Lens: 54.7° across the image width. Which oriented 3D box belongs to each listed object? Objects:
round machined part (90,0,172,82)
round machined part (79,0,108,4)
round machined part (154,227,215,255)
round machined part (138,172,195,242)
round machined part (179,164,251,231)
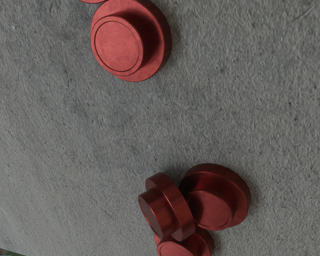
[{"bbox_3d":[-0.039,-0.098,0.356,0.098,0.042,0.097,13,124,21],"label":"round machined part"},{"bbox_3d":[-0.079,-0.182,0.325,0.098,0.042,0.097,13,124,21],"label":"round machined part"},{"bbox_3d":[0.034,0.191,0.496,0.098,0.042,0.097,13,124,21],"label":"round machined part"},{"bbox_3d":[0.003,0.115,0.434,0.098,0.042,0.097,50,155,34],"label":"round machined part"},{"bbox_3d":[0.070,0.100,0.421,0.098,0.042,0.097,13,124,21],"label":"round machined part"}]
